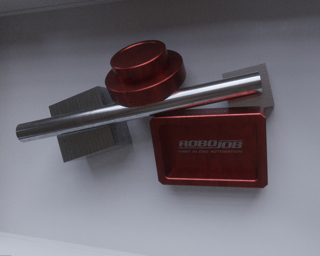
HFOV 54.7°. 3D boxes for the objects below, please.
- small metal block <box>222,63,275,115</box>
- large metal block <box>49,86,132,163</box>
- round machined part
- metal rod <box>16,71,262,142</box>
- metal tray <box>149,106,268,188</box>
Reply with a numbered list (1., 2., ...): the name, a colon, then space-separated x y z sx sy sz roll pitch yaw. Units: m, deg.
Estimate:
1. small metal block: 0.106 -0.045 0.371 0.050 0.025 0.050 -12 86 19
2. large metal block: -0.095 -0.004 0.427 0.080 0.050 0.080 -19 84 18
3. round machined part: -0.021 -0.072 0.374 0.098 0.098 0.042 -5 129 19
4. metal rod: -0.034 -0.022 0.372 0.301 0.025 0.025 -11 86 12
5. metal tray: 0.059 0.023 0.370 0.130 0.030 0.089 -2 109 19
